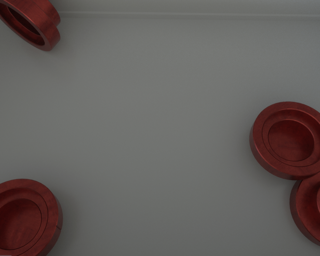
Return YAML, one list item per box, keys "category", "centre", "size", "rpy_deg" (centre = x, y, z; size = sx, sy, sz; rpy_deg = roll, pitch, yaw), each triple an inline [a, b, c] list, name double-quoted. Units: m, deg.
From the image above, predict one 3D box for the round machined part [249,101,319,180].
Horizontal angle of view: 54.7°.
- category: "round machined part"
  centre: [0.163, 0.019, 0.392]
  size: [0.099, 0.042, 0.098]
  rpy_deg: [-1, 65, 2]

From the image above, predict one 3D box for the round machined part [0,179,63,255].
- category: "round machined part"
  centre: [-0.160, 0.111, 0.353]
  size: [0.099, 0.042, 0.098]
  rpy_deg: [0, 59, -1]

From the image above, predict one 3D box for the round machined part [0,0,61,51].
- category: "round machined part"
  centre: [-0.178, -0.156, 0.427]
  size: [0.098, 0.098, 0.042]
  rpy_deg: [30, 73, 10]

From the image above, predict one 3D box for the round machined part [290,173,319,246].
- category: "round machined part"
  centre: [0.212, 0.093, 0.368]
  size: [0.099, 0.042, 0.098]
  rpy_deg: [0, 70, 0]
